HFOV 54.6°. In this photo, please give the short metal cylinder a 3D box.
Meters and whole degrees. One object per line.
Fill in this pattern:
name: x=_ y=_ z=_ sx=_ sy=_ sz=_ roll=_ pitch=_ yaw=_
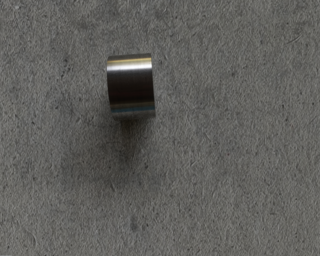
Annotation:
short metal cylinder: x=-0.033 y=-0.050 z=0.382 sx=0.050 sy=0.080 sz=0.080 roll=-4 pitch=90 yaw=0
